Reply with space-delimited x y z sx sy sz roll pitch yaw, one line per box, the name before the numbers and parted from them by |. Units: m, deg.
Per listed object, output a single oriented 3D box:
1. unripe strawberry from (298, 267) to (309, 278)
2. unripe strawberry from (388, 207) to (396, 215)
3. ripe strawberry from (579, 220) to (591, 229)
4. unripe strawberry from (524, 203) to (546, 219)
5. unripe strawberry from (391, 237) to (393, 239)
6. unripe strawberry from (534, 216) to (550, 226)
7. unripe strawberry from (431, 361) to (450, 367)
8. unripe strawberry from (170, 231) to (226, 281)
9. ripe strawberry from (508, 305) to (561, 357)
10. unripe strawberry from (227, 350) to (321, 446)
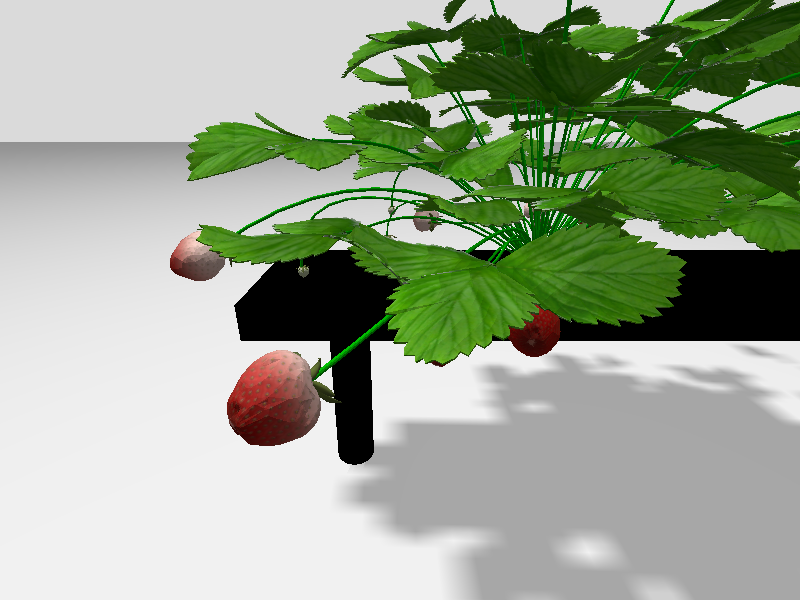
unripe strawberry | -0.084 -0.025 0.350 0.010 0.010 0.009 -2 23 -5
unripe strawberry | -0.011 -0.118 0.532 0.011 0.011 0.010 -16 28 -33
ripe strawberry | 0.244 -0.106 0.516 0.024 0.027 0.026 16 27 32
unripe strawberry | 0.193 -0.130 0.568 0.033 0.028 0.033 7 24 15
unripe strawberry | -0.012 -0.060 0.420 0.012 0.015 0.015 10 25 21
unripe strawberry | 0.175 -0.093 0.494 0.022 0.023 0.023 8 24 18
unripe strawberry | 0.023 0.027 0.222 0.019 0.019 0.017 14 -16 30
unripe strawberry | -0.171 -0.036 0.338 0.046 0.039 0.045 -22 23 4
ripe strawberry | 0.074 0.016 0.225 0.030 0.034 0.033 8 25 17
unripe strawberry | -0.052 0.041 0.163 0.033 0.038 0.036 18 30 35
